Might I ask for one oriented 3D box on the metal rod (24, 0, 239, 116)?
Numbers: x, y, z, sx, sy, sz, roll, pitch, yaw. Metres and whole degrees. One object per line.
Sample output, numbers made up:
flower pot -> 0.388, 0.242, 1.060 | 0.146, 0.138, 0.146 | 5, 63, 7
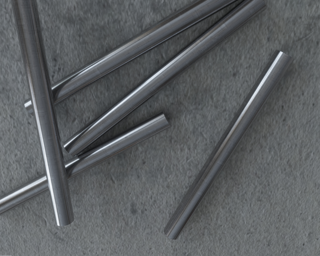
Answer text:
metal rod -> -0.034, -0.095, 0.374 | 0.301, 0.025, 0.025 | -28, 108, 9

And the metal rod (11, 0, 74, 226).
metal rod -> -0.138, -0.012, 0.375 | 0.025, 0.025, 0.298 | -3, 110, 0

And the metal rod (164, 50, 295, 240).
metal rod -> 0.085, 0.035, 0.423 | 0.025, 0.025, 0.298 | 26, 108, -10

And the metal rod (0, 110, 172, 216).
metal rod -> -0.122, 0.056, 0.428 | 0.301, 0.025, 0.025 | -28, 108, 9

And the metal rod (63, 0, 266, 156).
metal rod -> -0.003, -0.059, 0.387 | 0.300, 0.025, 0.025 | -37, 106, 12
